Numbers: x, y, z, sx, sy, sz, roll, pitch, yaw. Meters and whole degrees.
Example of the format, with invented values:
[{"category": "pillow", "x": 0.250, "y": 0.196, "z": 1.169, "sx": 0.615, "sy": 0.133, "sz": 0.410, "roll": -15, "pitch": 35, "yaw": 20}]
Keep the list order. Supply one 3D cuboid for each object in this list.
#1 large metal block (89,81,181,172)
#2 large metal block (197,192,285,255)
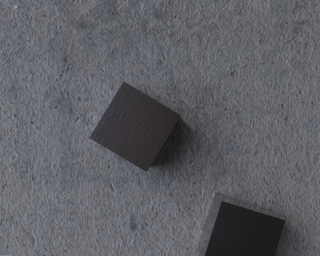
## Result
[{"category": "large metal block", "x": -0.030, "y": -0.002, "z": 0.397, "sx": 0.080, "sy": 0.050, "sz": 0.080, "roll": 31, "pitch": 90, "yaw": 0}, {"category": "large metal block", "x": 0.101, "y": 0.137, "z": 0.398, "sx": 0.080, "sy": 0.050, "sz": 0.080, "roll": 17, "pitch": 90, "yaw": 0}]
